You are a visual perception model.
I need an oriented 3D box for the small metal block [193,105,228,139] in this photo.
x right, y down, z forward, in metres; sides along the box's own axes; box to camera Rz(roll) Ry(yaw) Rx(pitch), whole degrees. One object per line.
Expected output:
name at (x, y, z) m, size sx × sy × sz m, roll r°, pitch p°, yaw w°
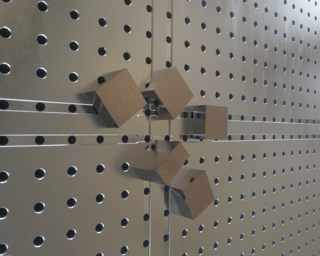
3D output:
small metal block at (0.077, -0.008, 0.472) m, size 0.050 × 0.025 × 0.050 m, roll 2°, pitch 89°, yaw -40°

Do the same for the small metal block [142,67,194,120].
small metal block at (0.012, -0.046, 0.418) m, size 0.050 × 0.025 × 0.050 m, roll -50°, pitch 120°, yaw -28°

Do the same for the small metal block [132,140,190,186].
small metal block at (0.001, 0.042, 0.392) m, size 0.050 × 0.050 × 0.025 m, roll -50°, pitch 120°, yaw -28°

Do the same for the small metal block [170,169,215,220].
small metal block at (0.048, 0.095, 0.449) m, size 0.050 × 0.025 × 0.050 m, roll -32°, pitch 110°, yaw -35°

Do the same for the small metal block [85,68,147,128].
small metal block at (-0.051, -0.035, 0.366) m, size 0.050 × 0.025 × 0.050 m, roll -44°, pitch 116°, yaw -31°
